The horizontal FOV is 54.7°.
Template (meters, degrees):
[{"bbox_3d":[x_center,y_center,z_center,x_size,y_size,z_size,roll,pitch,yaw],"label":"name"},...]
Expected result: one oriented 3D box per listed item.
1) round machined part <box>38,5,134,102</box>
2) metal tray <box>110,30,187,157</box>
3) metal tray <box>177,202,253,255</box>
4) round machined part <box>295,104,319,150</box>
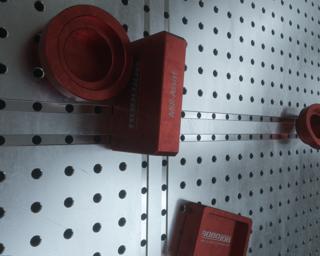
[{"bbox_3d":[-0.081,-0.076,0.332,0.099,0.042,0.097,0,90,-40],"label":"round machined part"},{"bbox_3d":[-0.016,-0.035,0.355,0.030,0.090,0.129,7,86,-40],"label":"metal tray"},{"bbox_3d":[0.089,0.174,0.483,0.131,0.030,0.090,25,74,-37],"label":"metal tray"},{"bbox_3d":[0.334,0.000,0.669,0.099,0.042,0.098,8,72,-24],"label":"round machined part"}]
